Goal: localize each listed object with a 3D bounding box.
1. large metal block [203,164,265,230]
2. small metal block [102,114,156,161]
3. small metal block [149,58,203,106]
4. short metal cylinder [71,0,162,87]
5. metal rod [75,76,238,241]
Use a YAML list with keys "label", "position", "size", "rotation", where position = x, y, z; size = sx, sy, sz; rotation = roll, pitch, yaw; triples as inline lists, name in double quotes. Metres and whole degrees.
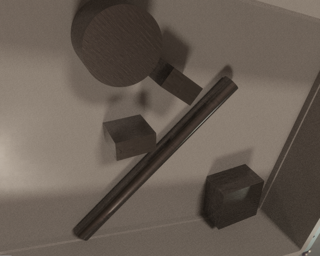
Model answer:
- label: "large metal block"
  position: [0.125, 0.118, 0.537]
  size: [0.081, 0.050, 0.079]
  rotation: [-13, 124, -22]
- label: "small metal block"
  position: [-0.038, 0.010, 0.380]
  size: [0.050, 0.050, 0.025]
  rotation: [-14, 124, -21]
- label: "small metal block"
  position: [0.015, -0.057, 0.367]
  size: [0.050, 0.050, 0.025]
  rotation: [28, 103, -38]
- label: "short metal cylinder"
  position: [-0.045, -0.088, 0.315]
  size: [0.081, 0.050, 0.079]
  rotation: [-14, 124, -21]
- label: "metal rod"
  position: [-0.007, 0.044, 0.433]
  size: [0.300, 0.025, 0.025]
  rotation: [-46, 130, 3]
